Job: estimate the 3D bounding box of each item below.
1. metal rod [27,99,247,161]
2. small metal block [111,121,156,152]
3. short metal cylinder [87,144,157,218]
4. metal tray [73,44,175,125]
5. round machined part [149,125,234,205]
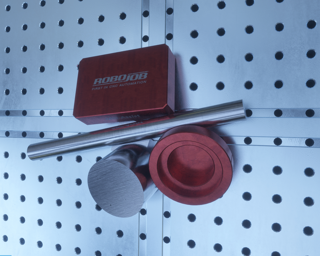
[{"bbox_3d":[-0.044,0.007,0.400,0.301,0.025,0.025,-11,86,19],"label":"metal rod"},{"bbox_3d":[-0.035,0.015,0.433,0.050,0.025,0.050,19,96,18],"label":"small metal block"},{"bbox_3d":[-0.045,0.068,0.402,0.080,0.050,0.079,9,112,22],"label":"short metal cylinder"},{"bbox_3d":[-0.047,-0.056,0.411,0.130,0.030,0.090,-5,70,19],"label":"metal tray"},{"bbox_3d":[0.039,0.041,0.377,0.098,0.042,0.097,5,113,13],"label":"round machined part"}]
